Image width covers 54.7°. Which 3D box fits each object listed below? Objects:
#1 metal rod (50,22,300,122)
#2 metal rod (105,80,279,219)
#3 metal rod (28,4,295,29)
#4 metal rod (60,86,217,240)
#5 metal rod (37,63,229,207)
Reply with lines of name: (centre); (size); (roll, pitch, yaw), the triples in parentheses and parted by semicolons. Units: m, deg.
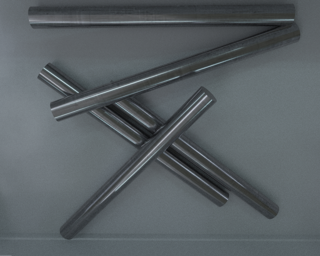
metal rod: (0.018, -0.067, 0.369); (0.302, 0.025, 0.025); (-19, 109, 0)
metal rod: (0.049, 0.037, 0.425); (0.301, 0.025, 0.025); (37, 106, -13)
metal rod: (0.003, -0.131, 0.362); (0.302, 0.025, 0.025); (-1, 110, -1)
metal rod: (-0.042, 0.059, 0.410); (0.025, 0.025, 0.299); (39, 113, -14)
metal rod: (-0.026, 0.016, 0.416); (0.301, 0.025, 0.025); (37, 106, -13)
